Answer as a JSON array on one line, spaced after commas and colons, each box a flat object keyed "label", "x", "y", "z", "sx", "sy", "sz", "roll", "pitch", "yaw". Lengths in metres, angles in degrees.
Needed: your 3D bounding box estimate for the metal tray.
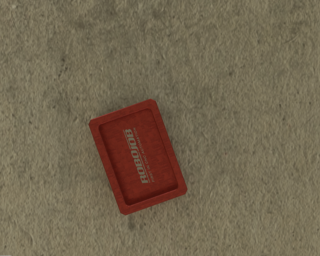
[{"label": "metal tray", "x": -0.028, "y": 0.037, "z": 0.407, "sx": 0.090, "sy": 0.030, "sz": 0.129, "roll": -20, "pitch": 90, "yaw": -1}]
